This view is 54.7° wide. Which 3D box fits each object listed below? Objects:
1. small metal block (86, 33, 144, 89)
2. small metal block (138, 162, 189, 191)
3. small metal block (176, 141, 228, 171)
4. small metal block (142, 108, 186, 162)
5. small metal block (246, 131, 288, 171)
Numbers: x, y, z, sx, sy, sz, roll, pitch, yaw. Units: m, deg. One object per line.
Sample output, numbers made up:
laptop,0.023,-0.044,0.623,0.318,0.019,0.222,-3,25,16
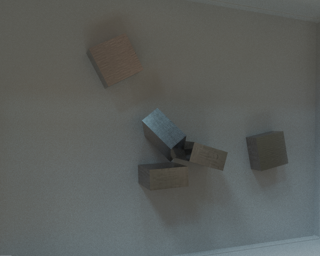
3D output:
small metal block,-0.057,-0.084,0.389,0.050,0.025,0.050,-29,100,-18
small metal block,0.003,0.061,0.398,0.050,0.050,0.025,-2,91,-20
small metal block,0.054,0.036,0.417,0.050,0.050,0.025,17,84,-19
small metal block,0.005,0.010,0.389,0.025,0.050,0.050,-41,72,-15
small metal block,0.163,0.034,0.470,0.050,0.025,0.050,-12,94,-20
